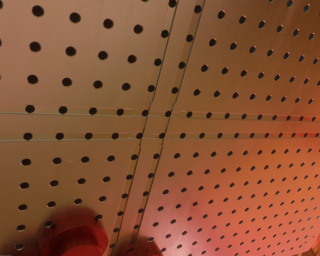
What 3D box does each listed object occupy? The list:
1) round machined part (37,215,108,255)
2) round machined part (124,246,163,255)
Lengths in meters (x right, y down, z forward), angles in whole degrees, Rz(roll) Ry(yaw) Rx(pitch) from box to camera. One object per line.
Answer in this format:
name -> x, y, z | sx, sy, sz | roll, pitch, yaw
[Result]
round machined part -> -0.122, 0.177, 0.445 | 0.099, 0.042, 0.097 | -14, 125, -21
round machined part -> -0.032, 0.260, 0.545 | 0.099, 0.042, 0.097 | -14, 125, -21
